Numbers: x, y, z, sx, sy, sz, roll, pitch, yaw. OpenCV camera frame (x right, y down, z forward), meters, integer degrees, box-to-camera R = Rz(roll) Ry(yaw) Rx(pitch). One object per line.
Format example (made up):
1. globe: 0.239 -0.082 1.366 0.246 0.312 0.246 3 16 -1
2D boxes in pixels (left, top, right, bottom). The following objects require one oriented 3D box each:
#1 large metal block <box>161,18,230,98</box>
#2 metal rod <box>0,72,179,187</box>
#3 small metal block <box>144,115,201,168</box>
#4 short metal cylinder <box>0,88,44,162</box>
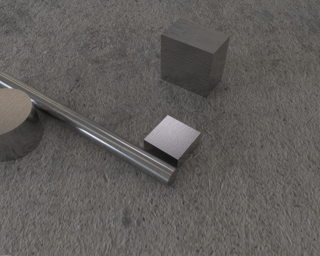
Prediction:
1. large metal block: 0.049 -0.102 0.454 0.080 0.080 0.050 27 55 20
2. metal rod: -0.110 -0.007 0.408 0.300 0.025 0.025 27 55 21
3. small metal block: 0.015 0.018 0.388 0.050 0.025 0.050 30 56 22
4. short metal cylinder: -0.195 -0.005 0.389 0.081 0.050 0.080 0 50 0
